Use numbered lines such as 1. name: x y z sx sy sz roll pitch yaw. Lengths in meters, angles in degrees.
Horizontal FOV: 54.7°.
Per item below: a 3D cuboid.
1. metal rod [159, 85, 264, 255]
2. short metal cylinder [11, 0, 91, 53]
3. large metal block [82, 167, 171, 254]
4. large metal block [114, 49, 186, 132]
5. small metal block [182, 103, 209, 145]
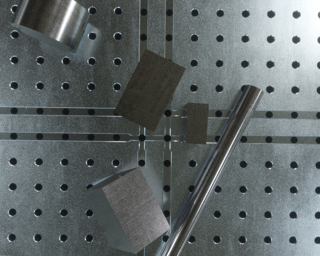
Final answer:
1. metal rod: 0.059 0.081 0.414 0.025 0.025 0.299 27 90 -1
2. short metal cylinder: -0.134 -0.133 0.384 0.080 0.080 0.050 21 90 -1
3. large metal block: -0.044 0.099 0.378 0.050 0.080 0.080 -27 91 -32
4. large metal block: -0.012 -0.042 0.386 0.050 0.080 0.080 26 90 -1
5. small metal block: 0.045 -0.006 0.402 0.025 0.050 0.050 4 90 0
